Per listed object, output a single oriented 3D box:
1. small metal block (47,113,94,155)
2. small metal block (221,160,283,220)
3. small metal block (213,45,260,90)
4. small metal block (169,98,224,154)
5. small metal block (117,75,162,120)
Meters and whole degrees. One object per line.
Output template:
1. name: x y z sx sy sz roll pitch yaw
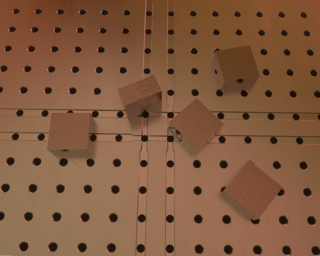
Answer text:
1. small metal block: -0.116 0.008 0.408 0.050 0.025 0.050 0 70 0
2. small metal block: 0.113 0.077 0.384 0.050 0.025 0.050 40 75 13
3. small metal block: 0.108 -0.086 0.444 0.050 0.025 0.050 -10 70 -4
4. small metal block: 0.047 -0.002 0.413 0.050 0.025 0.050 -40 75 -13
5. small metal block: -0.026 -0.039 0.413 0.050 0.050 0.025 -23 72 -8
